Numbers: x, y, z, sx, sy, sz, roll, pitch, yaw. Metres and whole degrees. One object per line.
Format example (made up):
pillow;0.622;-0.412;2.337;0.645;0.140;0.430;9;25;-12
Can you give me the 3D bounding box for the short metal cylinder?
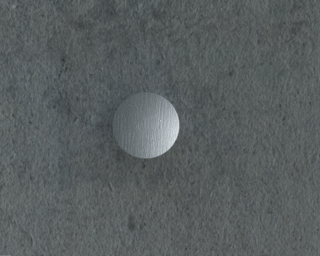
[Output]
short metal cylinder;-0.017;-0.003;0.397;0.081;0.050;0.079;0;90;-1
